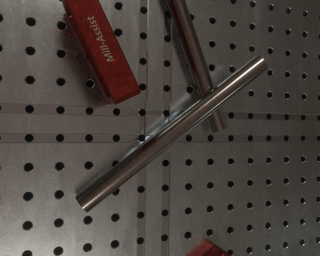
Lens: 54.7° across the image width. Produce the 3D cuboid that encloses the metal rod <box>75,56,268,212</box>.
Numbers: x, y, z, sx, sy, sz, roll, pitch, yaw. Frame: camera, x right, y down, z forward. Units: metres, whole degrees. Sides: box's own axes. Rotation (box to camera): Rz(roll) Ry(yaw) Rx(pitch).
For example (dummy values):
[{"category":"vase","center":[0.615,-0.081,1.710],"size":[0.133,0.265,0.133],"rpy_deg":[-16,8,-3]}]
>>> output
[{"category":"metal rod","center":[0.022,0.002,0.403],"size":[0.301,0.025,0.025],"rpy_deg":[-38,103,-9]}]

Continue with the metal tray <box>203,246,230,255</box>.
[{"category":"metal tray","center":[0.086,0.249,0.444],"size":[0.090,0.030,0.130],"rpy_deg":[-35,102,-17]}]

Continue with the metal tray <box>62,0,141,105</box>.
[{"category":"metal tray","center":[-0.068,-0.091,0.351],"size":[0.030,0.090,0.129],"rpy_deg":[-26,99,-9]}]

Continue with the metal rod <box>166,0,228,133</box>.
[{"category":"metal rod","center":[0.034,-0.137,0.426],"size":[0.025,0.025,0.298],"rpy_deg":[-23,98,-19]}]
